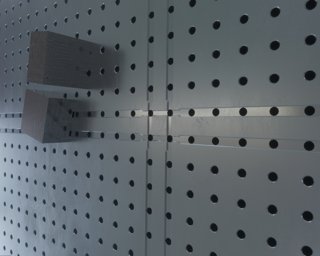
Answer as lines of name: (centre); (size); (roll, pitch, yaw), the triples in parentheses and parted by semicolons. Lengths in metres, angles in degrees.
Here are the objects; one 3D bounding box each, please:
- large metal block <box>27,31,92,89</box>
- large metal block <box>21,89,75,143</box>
large metal block: (-0.165, -0.110, 0.512); (0.050, 0.081, 0.080); (13, 98, 39)
large metal block: (-0.206, -0.023, 0.565); (0.080, 0.050, 0.080); (19, 102, 38)
